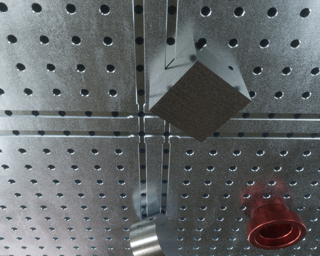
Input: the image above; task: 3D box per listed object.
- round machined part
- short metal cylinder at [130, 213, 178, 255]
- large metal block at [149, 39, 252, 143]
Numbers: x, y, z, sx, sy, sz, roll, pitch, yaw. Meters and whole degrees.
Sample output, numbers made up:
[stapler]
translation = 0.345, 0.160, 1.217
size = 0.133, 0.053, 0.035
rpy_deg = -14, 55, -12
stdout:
[round machined part]
translation = 0.203, 0.173, 0.551
size = 0.099, 0.042, 0.097
rpy_deg = -1, 130, 0
[short metal cylinder]
translation = -0.010, 0.195, 0.542
size = 0.050, 0.080, 0.080
rpy_deg = -23, 127, 18
[large metal block]
translation = 0.044, -0.041, 0.361
size = 0.080, 0.050, 0.080
rpy_deg = 31, 123, -24
